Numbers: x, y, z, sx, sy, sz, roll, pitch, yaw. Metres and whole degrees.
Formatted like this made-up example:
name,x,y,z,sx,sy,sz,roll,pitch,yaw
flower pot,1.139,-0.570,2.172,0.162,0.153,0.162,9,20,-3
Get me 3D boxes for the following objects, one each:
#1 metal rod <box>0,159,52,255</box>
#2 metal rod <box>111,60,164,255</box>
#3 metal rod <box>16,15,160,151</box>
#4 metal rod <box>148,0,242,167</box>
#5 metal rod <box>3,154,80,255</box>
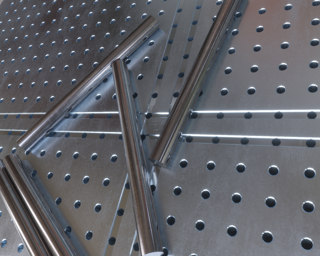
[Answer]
name,x,y,z,sx,sy,sz,roll,pitch,yaw
metal rod,-0.179,0.133,0.418,0.025,0.025,0.300,-48,52,-5
metal rod,-0.037,0.017,0.415,0.025,0.025,0.299,-24,53,13
metal rod,-0.116,-0.075,0.513,0.300,0.025,0.025,-44,51,-3
metal rod,0.058,-0.085,0.428,0.025,0.025,0.300,13,68,33
metal rod,-0.147,0.125,0.406,0.025,0.025,0.300,-48,52,-5
